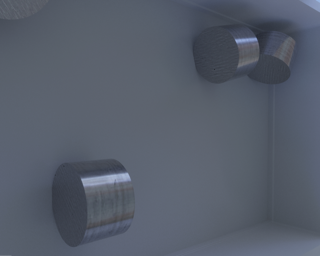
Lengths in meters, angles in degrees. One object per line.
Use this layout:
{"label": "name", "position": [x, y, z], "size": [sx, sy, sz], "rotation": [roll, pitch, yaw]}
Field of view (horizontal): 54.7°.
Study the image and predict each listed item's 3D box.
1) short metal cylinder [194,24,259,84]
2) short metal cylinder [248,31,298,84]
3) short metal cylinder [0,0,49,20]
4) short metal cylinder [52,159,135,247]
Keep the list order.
{"label": "short metal cylinder", "position": [0.096, -0.109, 0.454], "size": [0.050, 0.080, 0.079], "rotation": [-21, 103, -38]}
{"label": "short metal cylinder", "position": [0.189, -0.119, 0.532], "size": [0.080, 0.080, 0.050], "rotation": [39, 66, -34]}
{"label": "short metal cylinder", "position": [-0.135, -0.137, 0.256], "size": [0.081, 0.050, 0.079], "rotation": [-29, 138, -30]}
{"label": "short metal cylinder", "position": [-0.069, 0.073, 0.314], "size": [0.050, 0.080, 0.079], "rotation": [-1, 91, -40]}
